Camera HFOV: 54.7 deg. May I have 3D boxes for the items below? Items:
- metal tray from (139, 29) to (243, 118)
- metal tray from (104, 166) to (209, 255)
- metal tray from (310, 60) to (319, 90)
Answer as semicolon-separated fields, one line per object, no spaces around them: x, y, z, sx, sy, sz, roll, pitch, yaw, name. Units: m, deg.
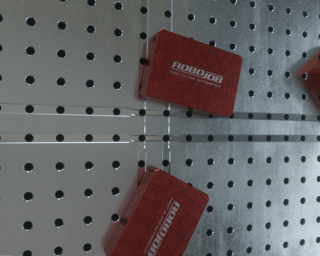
0.045;-0.071;0.428;0.131;0.030;0.090;13;86;-20;metal tray
-0.002;0.128;0.410;0.090;0.030;0.130;31;80;-18;metal tray
0.325;-0.074;0.533;0.090;0.030;0.130;-42;104;-15;metal tray
